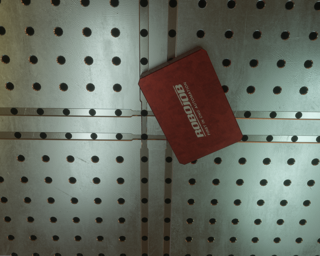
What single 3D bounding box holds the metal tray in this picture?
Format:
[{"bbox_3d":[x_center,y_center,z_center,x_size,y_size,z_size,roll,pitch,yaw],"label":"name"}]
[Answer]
[{"bbox_3d":[0.040,-0.026,0.401,0.090,0.030,0.130,-25,108,8],"label":"metal tray"}]
